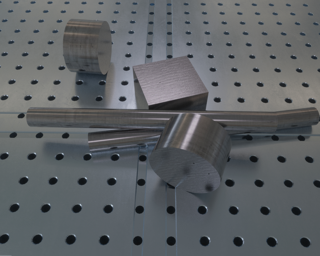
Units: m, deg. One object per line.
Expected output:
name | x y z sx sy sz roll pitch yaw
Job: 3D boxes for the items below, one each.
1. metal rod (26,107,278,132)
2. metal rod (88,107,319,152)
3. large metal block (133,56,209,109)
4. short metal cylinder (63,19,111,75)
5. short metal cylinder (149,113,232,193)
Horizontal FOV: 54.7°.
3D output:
metal rod | -0.012 -0.011 0.382 0.302 0.025 0.025 1 50 4
metal rod | 0.061 0.001 0.406 0.302 0.025 0.025 -7 50 -6
large metal block | 0.012 -0.050 0.434 0.081 0.050 0.080 -14 51 -11
short metal cylinder | -0.109 -0.124 0.475 0.050 0.080 0.080 5 50 4
short metal cylinder | 0.035 0.029 0.347 0.080 0.080 0.050 17 52 14
